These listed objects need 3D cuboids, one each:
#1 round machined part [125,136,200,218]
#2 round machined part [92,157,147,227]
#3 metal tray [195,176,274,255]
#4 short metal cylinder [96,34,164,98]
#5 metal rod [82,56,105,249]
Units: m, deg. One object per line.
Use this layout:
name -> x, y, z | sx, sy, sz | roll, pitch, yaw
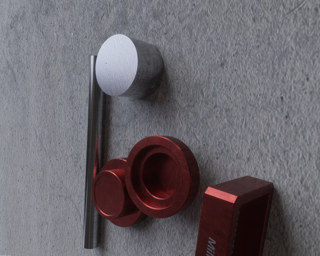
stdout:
round machined part -> 0.007, 0.058, 0.384 | 0.098, 0.042, 0.097 | -1, 88, 36
round machined part -> -0.059, 0.092, 0.440 | 0.098, 0.042, 0.097 | 0, 90, 39
metal tray -> 0.071, 0.118, 0.302 | 0.030, 0.091, 0.129 | 12, 98, 39
short metal cylinder -> -0.042, -0.082, 0.421 | 0.080, 0.050, 0.079 | 0, 90, 39
metal rod -> -0.103, 0.039, 0.486 | 0.025, 0.025, 0.298 | 5, 93, 39
